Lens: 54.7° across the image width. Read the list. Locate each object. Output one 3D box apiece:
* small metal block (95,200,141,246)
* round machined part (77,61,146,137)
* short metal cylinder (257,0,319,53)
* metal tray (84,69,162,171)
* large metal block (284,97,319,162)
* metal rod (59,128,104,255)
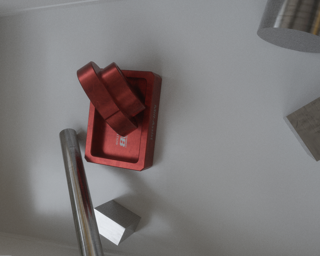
[{"bbox_3d":[-0.061,0.125,0.418,0.050,0.050,0.025,27,99,17],"label":"small metal block"},{"bbox_3d":[-0.053,-0.041,0.377,0.042,0.098,0.098,-34,79,3],"label":"round machined part"},{"bbox_3d":[0.151,-0.117,0.328,0.080,0.080,0.050,19,96,18],"label":"short metal cylinder"},{"bbox_3d":[-0.051,-0.013,0.424,0.090,0.030,0.129,7,92,19],"label":"metal tray"},{"bbox_3d":[0.179,-0.011,0.318,0.080,0.080,0.050,-33,80,17],"label":"large metal block"},{"bbox_3d":[-0.087,0.112,0.363,0.025,0.025,0.300,-39,48,15],"label":"metal rod"}]
